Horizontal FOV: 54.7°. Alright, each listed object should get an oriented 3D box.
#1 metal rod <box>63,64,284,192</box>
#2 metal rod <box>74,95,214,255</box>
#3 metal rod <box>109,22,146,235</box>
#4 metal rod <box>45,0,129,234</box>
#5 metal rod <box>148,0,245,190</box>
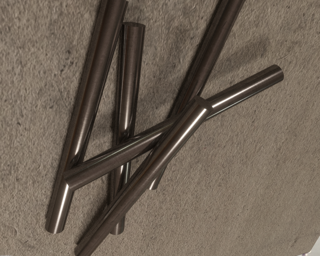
[{"bbox_3d":[0.026,-0.006,0.385,0.302,0.025,0.025,-27,128,-12],"label":"metal rod"},{"bbox_3d":[-0.035,0.080,0.393,0.025,0.025,0.298,16,124,-35],"label":"metal rod"},{"bbox_3d":[-0.047,0.021,0.395,0.025,0.025,0.298,-6,121,-26],"label":"metal rod"},{"bbox_3d":[-0.091,0.002,0.358,0.025,0.025,0.298,7,115,-32],"label":"metal rod"},{"bbox_3d":[0.041,-0.047,0.401,0.025,0.025,0.298,11,113,-33],"label":"metal rod"}]
